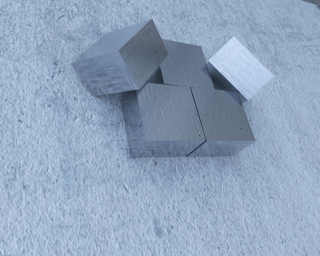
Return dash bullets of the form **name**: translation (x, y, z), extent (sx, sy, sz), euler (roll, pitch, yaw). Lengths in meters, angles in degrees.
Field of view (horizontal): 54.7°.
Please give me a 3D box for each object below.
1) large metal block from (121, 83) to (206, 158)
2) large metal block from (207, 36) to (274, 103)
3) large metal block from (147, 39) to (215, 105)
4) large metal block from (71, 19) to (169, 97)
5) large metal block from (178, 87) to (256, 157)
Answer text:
- **large metal block**: translation (0.002, -0.009, 0.396), extent (0.081, 0.050, 0.080), euler (1, 61, -28)
- **large metal block**: translation (0.118, -0.084, 0.479), extent (0.050, 0.080, 0.080), euler (-44, 86, 1)
- **large metal block**: translation (0.023, -0.079, 0.452), extent (0.081, 0.050, 0.080), euler (3, 61, -27)
- **large metal block**: translation (-0.048, -0.087, 0.389), extent (0.080, 0.080, 0.050), euler (-56, 130, -39)
- **large metal block**: translation (0.075, -0.007, 0.433), extent (0.081, 0.050, 0.080), euler (1, 61, -28)
